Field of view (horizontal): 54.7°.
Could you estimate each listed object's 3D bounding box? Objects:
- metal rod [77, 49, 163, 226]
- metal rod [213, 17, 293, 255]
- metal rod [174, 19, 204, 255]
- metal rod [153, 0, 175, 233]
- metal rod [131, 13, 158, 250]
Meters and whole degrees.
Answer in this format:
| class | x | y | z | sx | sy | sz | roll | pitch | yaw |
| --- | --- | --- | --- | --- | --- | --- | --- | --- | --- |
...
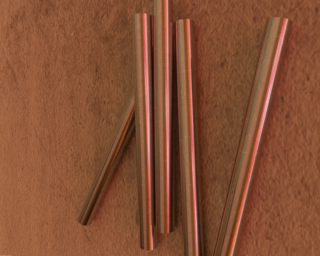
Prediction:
| class | x | y | z | sx | sy | sz | roll | pitch | yaw |
| --- | --- | --- | --- | --- | --- | --- | --- | --- | --- |
| metal rod | -0.061 | 0.023 | 0.452 | 0.025 | 0.025 | 0.298 | 39 | 113 | 33 |
| metal rod | 0.091 | 0.039 | 0.328 | 0.025 | 0.025 | 0.298 | 17 | 101 | 38 |
| metal rod | 0.035 | 0.020 | 0.374 | 0.025 | 0.025 | 0.298 | -4 | 88 | 39 |
| metal rod | 0.005 | -0.019 | 0.386 | 0.025 | 0.025 | 0.298 | 3 | 96 | 39 |
| metal rod | -0.019 | 0.010 | 0.398 | 0.025 | 0.025 | 0.298 | 4 | 99 | 39 |
